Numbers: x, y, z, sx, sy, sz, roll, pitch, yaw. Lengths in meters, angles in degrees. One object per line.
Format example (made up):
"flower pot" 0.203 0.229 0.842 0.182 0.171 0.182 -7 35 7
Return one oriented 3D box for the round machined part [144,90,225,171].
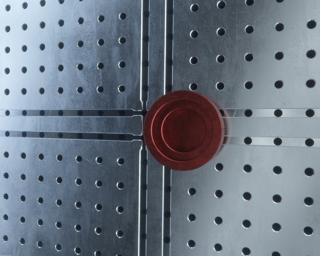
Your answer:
"round machined part" 0.033 0.003 0.392 0.098 0.042 0.097 0 90 19
